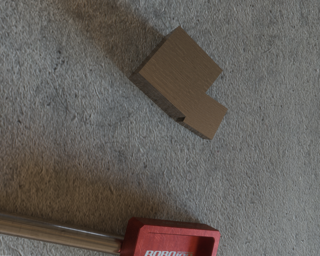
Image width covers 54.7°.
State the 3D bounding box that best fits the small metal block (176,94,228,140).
[{"bbox_3d":[0.058,-0.018,0.432,0.050,0.025,0.050,32,80,-18],"label":"small metal block"}]

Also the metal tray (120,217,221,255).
[{"bbox_3d":[0.013,0.168,0.398,0.131,0.030,0.090,16,84,-32],"label":"metal tray"}]

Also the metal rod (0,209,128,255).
[{"bbox_3d":[-0.180,0.103,0.342,0.302,0.025,0.025,19,84,-20],"label":"metal rod"}]

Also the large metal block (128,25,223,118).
[{"bbox_3d":[0.020,-0.070,0.404,0.080,0.050,0.080,42,77,-16],"label":"large metal block"}]
